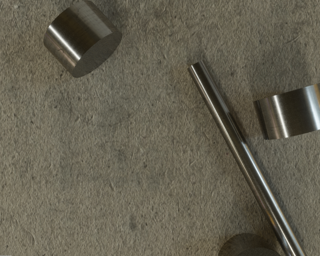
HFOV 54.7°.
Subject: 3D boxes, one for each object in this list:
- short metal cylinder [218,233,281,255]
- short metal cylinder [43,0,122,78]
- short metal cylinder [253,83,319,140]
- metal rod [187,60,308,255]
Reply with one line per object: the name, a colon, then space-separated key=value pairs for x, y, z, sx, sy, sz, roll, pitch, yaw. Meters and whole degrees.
short metal cylinder: x=0.119 y=0.184 z=0.399 sx=0.081 sy=0.050 sz=0.080 roll=0 pitch=90 yaw=0
short metal cylinder: x=-0.093 y=-0.108 z=0.382 sx=0.080 sy=0.080 sz=0.050 roll=-42 pitch=90 yaw=0
short metal cylinder: x=0.162 y=-0.020 z=0.384 sx=0.080 sy=0.080 sz=0.050 roll=-16 pitch=90 yaw=0
metal rod: x=0.117 y=0.048 z=0.411 sx=0.025 sy=0.025 sz=0.299 roll=-28 pitch=90 yaw=0
